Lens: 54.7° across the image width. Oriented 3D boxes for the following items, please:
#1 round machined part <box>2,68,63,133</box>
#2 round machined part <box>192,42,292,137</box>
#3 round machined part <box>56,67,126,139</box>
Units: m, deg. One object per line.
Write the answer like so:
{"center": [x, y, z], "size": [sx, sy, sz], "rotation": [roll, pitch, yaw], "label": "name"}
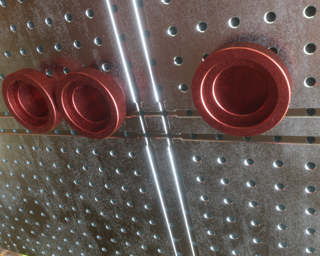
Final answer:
{"center": [-0.184, -0.044, 0.467], "size": [0.098, 0.042, 0.097], "rotation": [13, 124, 20], "label": "round machined part"}
{"center": [0.087, -0.043, 0.327], "size": [0.098, 0.042, 0.097], "rotation": [13, 124, 20], "label": "round machined part"}
{"center": [-0.089, -0.037, 0.422], "size": [0.098, 0.042, 0.097], "rotation": [13, 124, 20], "label": "round machined part"}
